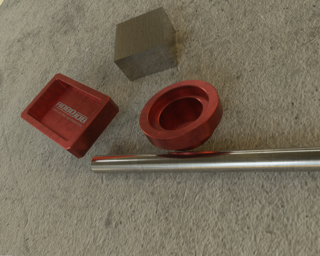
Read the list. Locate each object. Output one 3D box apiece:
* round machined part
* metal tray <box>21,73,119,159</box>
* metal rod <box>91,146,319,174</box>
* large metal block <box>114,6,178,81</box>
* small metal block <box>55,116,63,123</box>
[{"bbox_3d":[0.028,-0.011,0.375,0.098,0.042,0.098,-17,41,16],"label":"round machined part"},{"bbox_3d":[-0.134,-0.023,0.452,0.130,0.030,0.090,26,73,35],"label":"metal tray"},{"bbox_3d":[0.050,0.038,0.353,0.300,0.025,0.025,-5,60,25],"label":"metal rod"},{"bbox_3d":[-0.021,-0.129,0.478,0.080,0.050,0.080,-14,56,20],"label":"large metal block"},{"bbox_3d":[-0.152,-0.011,0.491,0.050,0.025,0.050,-33,52,6],"label":"small metal block"}]
